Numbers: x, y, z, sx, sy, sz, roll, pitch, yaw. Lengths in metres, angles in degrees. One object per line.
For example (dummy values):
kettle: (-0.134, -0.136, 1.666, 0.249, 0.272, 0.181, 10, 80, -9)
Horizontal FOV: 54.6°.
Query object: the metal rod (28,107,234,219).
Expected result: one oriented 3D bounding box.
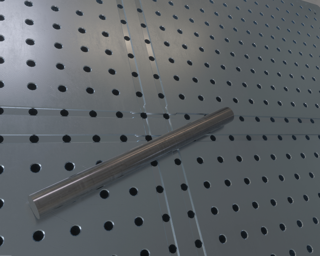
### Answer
metal rod: (-0.009, 0.028, 0.385, 0.302, 0.025, 0.025, -23, 74, -36)
